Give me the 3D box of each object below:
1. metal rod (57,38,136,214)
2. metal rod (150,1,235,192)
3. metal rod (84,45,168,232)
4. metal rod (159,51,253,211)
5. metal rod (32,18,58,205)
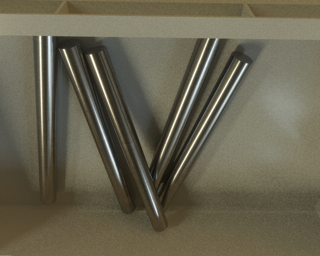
[{"bbox_3d":[-0.075,0.022,0.426,0.025,0.025,0.298,-7,130,5],"label":"metal rod"},{"bbox_3d":[0.023,-0.011,0.399,0.025,0.025,0.298,12,129,-10],"label":"metal rod"},{"bbox_3d":[-0.035,0.036,0.417,0.025,0.025,0.298,-11,123,9],"label":"metal rod"},{"bbox_3d":[0.044,0.030,0.434,0.025,0.025,0.298,14,129,-12],"label":"metal rod"},{"bbox_3d":[-0.149,0.004,0.410,0.025,0.025,0.298,9,130,-8],"label":"metal rod"}]
